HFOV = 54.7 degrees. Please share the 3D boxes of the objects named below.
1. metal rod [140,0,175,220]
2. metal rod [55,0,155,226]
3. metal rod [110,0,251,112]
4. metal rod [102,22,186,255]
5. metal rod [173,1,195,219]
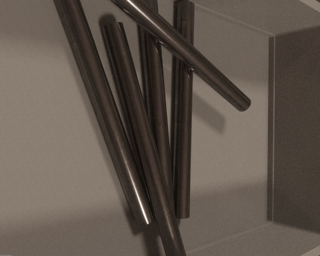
[{"bbox_3d":[-0.004,-0.021,0.405,0.025,0.025,0.298,-9,96,-40],"label":"metal rod"},{"bbox_3d":[-0.062,-0.022,0.356,0.025,0.025,0.298,-28,108,-37],"label":"metal rod"},{"bbox_3d":[0.028,-0.102,0.397,0.301,0.025,0.025,32,70,-36],"label":"metal rod"},{"bbox_3d":[-0.017,0.024,0.378,0.025,0.025,0.298,-20,98,-39],"label":"metal rod"},{"bbox_3d":[0.033,-0.026,0.436,0.025,0.025,0.298,2,89,-40],"label":"metal rod"}]
